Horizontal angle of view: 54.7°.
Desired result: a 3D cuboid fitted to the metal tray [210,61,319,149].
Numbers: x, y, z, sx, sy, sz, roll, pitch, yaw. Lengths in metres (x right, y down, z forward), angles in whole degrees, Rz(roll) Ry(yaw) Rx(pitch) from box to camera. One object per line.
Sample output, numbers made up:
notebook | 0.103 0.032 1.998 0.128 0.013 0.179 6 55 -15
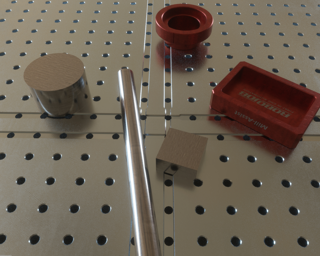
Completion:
metal tray | 0.149 -0.038 0.437 0.130 0.030 0.090 31 56 23

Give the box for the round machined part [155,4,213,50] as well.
round machined part | 0.041 -0.174 0.543 0.099 0.042 0.098 0 50 0

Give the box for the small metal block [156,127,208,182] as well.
small metal block | 0.027 0.032 0.381 0.050 0.025 0.050 16 52 12

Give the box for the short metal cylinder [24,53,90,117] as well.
short metal cylinder | -0.144 -0.062 0.442 0.081 0.050 0.080 1 50 0

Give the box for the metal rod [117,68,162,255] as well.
metal rod | -0.030 0.032 0.380 0.025 0.025 0.300 -7 50 -6
